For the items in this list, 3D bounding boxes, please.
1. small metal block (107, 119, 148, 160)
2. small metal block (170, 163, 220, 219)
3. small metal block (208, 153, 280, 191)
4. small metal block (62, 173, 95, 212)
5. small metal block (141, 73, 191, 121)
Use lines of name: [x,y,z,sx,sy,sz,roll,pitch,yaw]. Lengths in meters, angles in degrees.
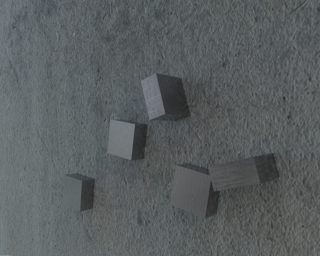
small metal block: [-0.047,0.016,0.444,0.050,0.025,0.050,11,97,39]
small metal block: [0.043,0.073,0.370,0.050,0.025,0.050,12,98,39]
small metal block: [0.086,0.045,0.317,0.050,0.050,0.025,-20,78,38]
small metal block: [-0.137,0.106,0.518,0.050,0.025,0.050,7,95,39]
small metal block: [0.008,-0.037,0.382,0.025,0.050,0.050,-21,77,38]
